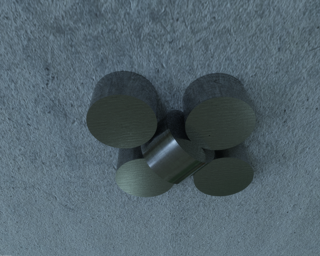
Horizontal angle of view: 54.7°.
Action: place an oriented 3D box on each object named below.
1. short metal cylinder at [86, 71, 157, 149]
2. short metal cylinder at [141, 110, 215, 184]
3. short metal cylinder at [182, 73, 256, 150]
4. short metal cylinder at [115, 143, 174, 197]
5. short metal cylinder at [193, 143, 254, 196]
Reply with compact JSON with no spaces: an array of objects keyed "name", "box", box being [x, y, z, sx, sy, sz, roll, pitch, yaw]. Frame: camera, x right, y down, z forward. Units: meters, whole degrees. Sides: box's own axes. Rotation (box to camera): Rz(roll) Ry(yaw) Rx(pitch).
[{"name":"short metal cylinder","box":[-0.043,-0.021,0.372,0.081,0.050,0.079,0,130,0]},{"name":"short metal cylinder","box":[0.023,0.024,0.393,0.080,0.080,0.050,32,123,-25]},{"name":"short metal cylinder","box":[0.069,-0.019,0.375,0.081,0.050,0.079,0,130,0]},{"name":"short metal cylinder","box":[-0.020,0.053,0.435,0.081,0.050,0.079,0,130,0]},{"name":"short metal cylinder","box":[0.085,0.051,0.436,0.081,0.050,0.079,0,130,0]}]
